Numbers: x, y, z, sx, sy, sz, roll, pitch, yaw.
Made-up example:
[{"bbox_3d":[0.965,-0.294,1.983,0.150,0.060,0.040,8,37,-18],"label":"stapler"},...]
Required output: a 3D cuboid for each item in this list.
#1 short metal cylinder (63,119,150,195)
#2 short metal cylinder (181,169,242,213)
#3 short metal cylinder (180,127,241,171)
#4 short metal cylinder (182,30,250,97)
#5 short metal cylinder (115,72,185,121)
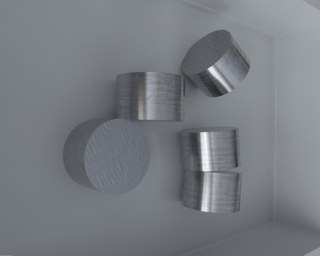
[{"bbox_3d":[-0.058,0.030,0.342,0.081,0.050,0.080,0,91,-40],"label":"short metal cylinder"},{"bbox_3d":[0.071,0.084,0.431,0.081,0.080,0.050,8,85,-40],"label":"short metal cylinder"},{"bbox_3d":[0.069,0.027,0.429,0.081,0.080,0.050,-7,95,-40],"label":"short metal cylinder"},{"bbox_3d":[0.078,-0.090,0.436,0.050,0.080,0.080,41,65,-33],"label":"short metal cylinder"},{"bbox_3d":[-0.011,-0.033,0.361,0.081,0.080,0.050,1,89,-40],"label":"short metal cylinder"}]
